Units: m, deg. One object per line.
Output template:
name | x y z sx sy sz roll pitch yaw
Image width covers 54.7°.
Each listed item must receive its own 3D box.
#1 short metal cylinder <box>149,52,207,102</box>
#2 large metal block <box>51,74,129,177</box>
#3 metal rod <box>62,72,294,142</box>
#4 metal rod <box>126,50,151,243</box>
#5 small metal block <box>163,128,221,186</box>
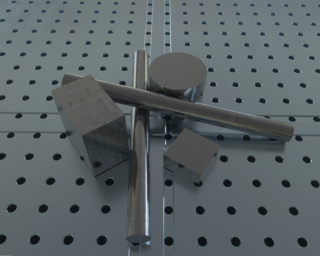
short metal cylinder | 0.025 -0.064 0.445 0.081 0.050 0.080 0 50 0
large metal block | -0.081 -0.003 0.372 0.050 0.080 0.080 -28 56 -22
metal rod | 0.023 -0.027 0.406 0.302 0.025 0.025 13 51 0
metal rod | -0.026 -0.002 0.409 0.025 0.025 0.300 -1 50 -1
small metal block | 0.039 0.034 0.380 0.050 0.025 0.050 27 55 20
